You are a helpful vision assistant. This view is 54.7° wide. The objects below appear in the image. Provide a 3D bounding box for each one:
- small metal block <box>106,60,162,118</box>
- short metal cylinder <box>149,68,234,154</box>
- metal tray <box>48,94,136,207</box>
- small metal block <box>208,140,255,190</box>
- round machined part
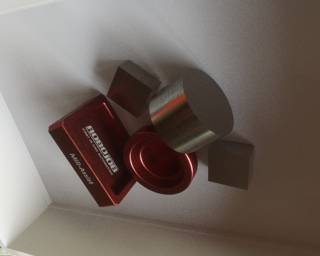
[{"bbox_3d":[-0.034,-0.049,0.392,0.050,0.025,0.050,36,129,5],"label":"small metal block"},{"bbox_3d":[0.035,-0.018,0.340,0.050,0.080,0.080,-33,100,38],"label":"short metal cylinder"},{"bbox_3d":[-0.079,0.030,0.422,0.030,0.090,0.130,-18,109,35],"label":"metal tray"},{"bbox_3d":[0.088,0.045,0.387,0.050,0.025,0.050,10,122,24],"label":"small metal block"},{"bbox_3d":[0.004,0.038,0.414,0.098,0.042,0.097,13,124,20],"label":"round machined part"}]
